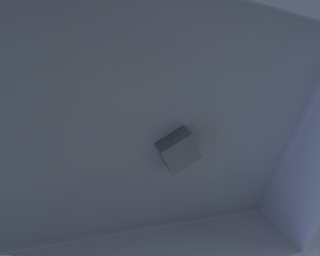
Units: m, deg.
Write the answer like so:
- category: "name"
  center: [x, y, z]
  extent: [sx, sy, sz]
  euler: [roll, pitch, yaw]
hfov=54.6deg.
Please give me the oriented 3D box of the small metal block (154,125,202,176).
- category: "small metal block"
  center: [0.026, 0.032, 0.442]
  extent: [0.050, 0.025, 0.050]
  euler: [-32, 129, -8]
